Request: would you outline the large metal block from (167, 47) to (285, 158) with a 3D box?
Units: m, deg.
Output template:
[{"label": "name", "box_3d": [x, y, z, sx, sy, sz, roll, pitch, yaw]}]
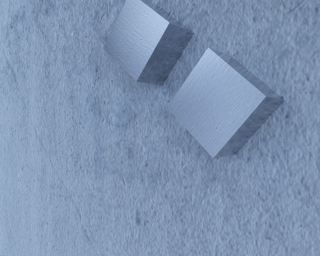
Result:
[{"label": "large metal block", "box_3d": [0.067, -0.026, 0.332, 0.080, 0.050, 0.080, 50, 119, 28]}]

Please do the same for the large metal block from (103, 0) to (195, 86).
[{"label": "large metal block", "box_3d": [-0.017, -0.113, 0.401, 0.080, 0.050, 0.080, 47, 118, 29]}]
